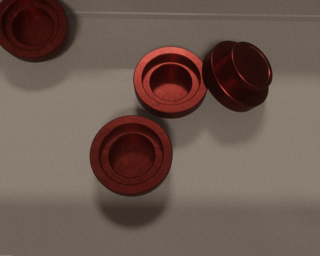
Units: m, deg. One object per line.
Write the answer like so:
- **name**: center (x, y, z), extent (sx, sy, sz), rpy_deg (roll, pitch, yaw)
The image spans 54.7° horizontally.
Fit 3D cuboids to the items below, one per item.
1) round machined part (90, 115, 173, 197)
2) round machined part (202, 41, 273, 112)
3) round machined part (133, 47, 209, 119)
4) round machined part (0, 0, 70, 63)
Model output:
- **round machined part**: center (-0.034, 0.037, 0.387), extent (0.099, 0.042, 0.098), rpy_deg (0, 70, -1)
- **round machined part**: center (0.108, -0.073, 0.407), extent (0.099, 0.042, 0.098), rpy_deg (12, 64, -26)
- **round machined part**: center (0.015, -0.057, 0.422), extent (0.099, 0.042, 0.098), rpy_deg (0, 70, -1)
- **round machined part**: center (-0.178, -0.141, 0.441), extent (0.099, 0.042, 0.097), rpy_deg (0, 86, -4)
